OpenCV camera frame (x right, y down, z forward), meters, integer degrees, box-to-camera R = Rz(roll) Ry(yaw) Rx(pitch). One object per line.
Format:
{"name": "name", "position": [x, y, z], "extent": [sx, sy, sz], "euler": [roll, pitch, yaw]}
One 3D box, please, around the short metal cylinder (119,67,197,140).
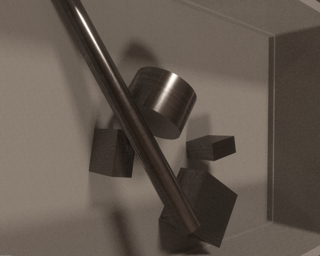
{"name": "short metal cylinder", "position": [-0.003, -0.028, 0.370], "extent": [0.080, 0.080, 0.050], "euler": [40, 66, -33]}

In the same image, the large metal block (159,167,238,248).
{"name": "large metal block", "position": [0.057, 0.112, 0.441], "extent": [0.080, 0.050, 0.080], "euler": [39, 66, -34]}

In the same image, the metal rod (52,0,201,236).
{"name": "metal rod", "position": [-0.039, -0.026, 0.321], "extent": [0.025, 0.025, 0.299], "euler": [-30, 92, -36]}

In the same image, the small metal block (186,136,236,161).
{"name": "small metal block", "position": [0.075, 0.028, 0.456], "extent": [0.050, 0.050, 0.025], "euler": [-14, 99, -39]}

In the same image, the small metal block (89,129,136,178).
{"name": "small metal block", "position": [-0.053, 0.027, 0.347], "extent": [0.025, 0.050, 0.050], "euler": [11, 83, -40]}
